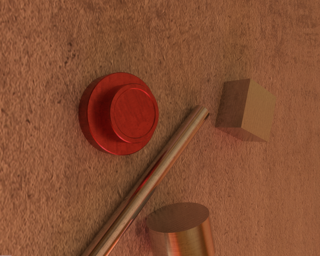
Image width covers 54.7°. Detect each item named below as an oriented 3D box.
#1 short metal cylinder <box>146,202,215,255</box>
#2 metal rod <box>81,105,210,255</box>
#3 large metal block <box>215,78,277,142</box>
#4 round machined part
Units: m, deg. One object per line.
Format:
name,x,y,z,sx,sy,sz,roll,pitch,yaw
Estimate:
short metal cylinder,0.027,0.135,0.394,0.081,0.080,0.050,-18,102,-39
metal rod,-0.021,0.079,0.388,0.301,0.025,0.025,-51,120,-28
large metal block,0.143,-0.027,0.511,0.080,0.050,0.080,23,76,-38
round machined part,-0.040,-0.017,0.362,0.099,0.042,0.097,0,90,-40
